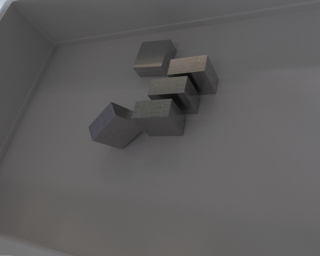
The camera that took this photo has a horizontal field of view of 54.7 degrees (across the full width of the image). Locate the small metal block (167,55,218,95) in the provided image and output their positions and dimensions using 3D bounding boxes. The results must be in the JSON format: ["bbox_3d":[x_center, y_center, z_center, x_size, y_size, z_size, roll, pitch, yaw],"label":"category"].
[{"bbox_3d":[0.044,-0.067,0.408,0.050,0.050,0.025,-1,61,28],"label":"small metal block"}]

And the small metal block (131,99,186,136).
[{"bbox_3d":[0.000,-0.012,0.397,0.050,0.050,0.025,-2,61,27],"label":"small metal block"}]

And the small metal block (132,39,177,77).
[{"bbox_3d":[-0.008,-0.106,0.475,0.050,0.025,0.050,4,63,30],"label":"small metal block"}]

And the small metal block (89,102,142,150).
[{"bbox_3d":[-0.058,-0.002,0.412,0.050,0.050,0.025,-44,48,23],"label":"small metal block"}]

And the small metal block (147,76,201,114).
[{"bbox_3d":[0.019,-0.041,0.405,0.050,0.050,0.025,-1,62,28],"label":"small metal block"}]
